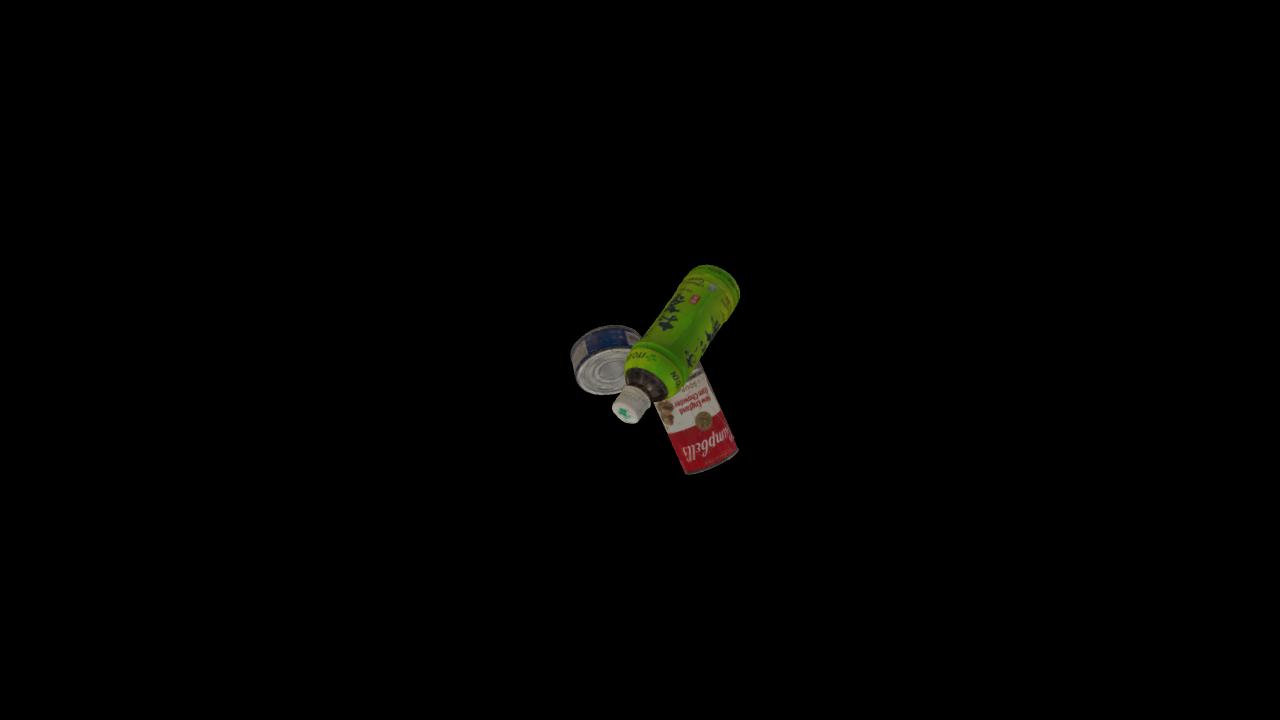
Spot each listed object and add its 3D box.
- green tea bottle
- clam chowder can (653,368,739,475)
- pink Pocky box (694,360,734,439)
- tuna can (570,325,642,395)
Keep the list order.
[{"bbox_3d":[0.037,-0.016,0.664,0.073,0.073,0.212,0,44,42],"label":"green tea bottle"},{"bbox_3d":[0.060,0.068,0.693,0.068,0.102,0.068,-24,1,0],"label":"clam chowder can"},{"bbox_3d":[0.066,0.027,0.769,0.029,0.155,0.084,-30,-38,13],"label":"pink Pocky box"},{"bbox_3d":[-0.033,0.002,0.679,0.084,0.034,0.084,-10,-39,-8],"label":"tuna can"}]
